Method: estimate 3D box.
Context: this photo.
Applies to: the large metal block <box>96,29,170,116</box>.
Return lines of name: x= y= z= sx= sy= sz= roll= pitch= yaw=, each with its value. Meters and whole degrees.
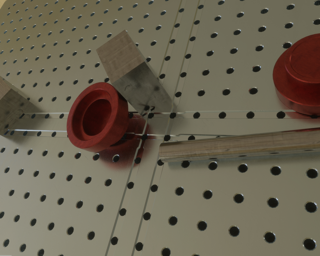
large metal block: x=-0.038 y=-0.078 z=0.441 sx=0.050 sy=0.080 sz=0.080 roll=-33 pitch=51 yaw=6

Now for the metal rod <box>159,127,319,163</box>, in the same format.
metal rod: x=0.140 y=0.014 z=0.325 sx=0.300 sy=0.025 sz=0.025 roll=-7 pitch=59 yaw=24

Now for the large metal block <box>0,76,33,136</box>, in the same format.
large metal block: x=-0.300 y=-0.045 z=0.578 sx=0.080 sy=0.050 sz=0.080 roll=34 pitch=81 yaw=38

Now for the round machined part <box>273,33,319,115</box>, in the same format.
round machined part: x=0.177 y=-0.066 z=0.345 sx=0.098 sy=0.042 sz=0.098 roll=-13 pitch=56 yaw=21

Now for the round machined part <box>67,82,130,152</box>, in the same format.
round machined part: x=-0.083 y=-0.012 z=0.441 sx=0.098 sy=0.042 sz=0.098 roll=-14 pitch=63 yaw=30
